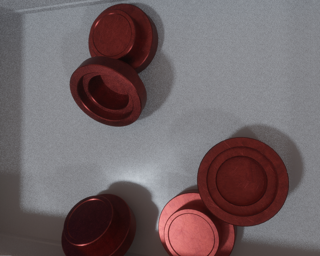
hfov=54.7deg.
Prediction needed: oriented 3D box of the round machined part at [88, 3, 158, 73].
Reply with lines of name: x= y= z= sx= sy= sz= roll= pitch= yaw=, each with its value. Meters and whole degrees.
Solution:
round machined part: x=-0.056 y=-0.121 z=0.421 sx=0.098 sy=0.042 sz=0.097 roll=0 pitch=90 yaw=20

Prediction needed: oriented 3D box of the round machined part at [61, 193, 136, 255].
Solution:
round machined part: x=-0.084 y=0.128 z=0.403 sx=0.098 sy=0.042 sz=0.098 roll=-12 pitch=44 yaw=13

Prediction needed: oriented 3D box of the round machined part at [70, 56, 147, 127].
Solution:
round machined part: x=-0.063 y=-0.051 z=0.406 sx=0.098 sy=0.042 sz=0.097 roll=12 pitch=135 yaw=12

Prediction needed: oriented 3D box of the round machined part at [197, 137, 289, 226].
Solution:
round machined part: x=0.094 y=0.061 z=0.361 sx=0.098 sy=0.042 sz=0.097 roll=-2 pitch=81 yaw=11

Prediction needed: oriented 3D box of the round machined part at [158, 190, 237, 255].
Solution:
round machined part: x=0.044 y=0.129 z=0.386 sx=0.098 sy=0.042 sz=0.097 roll=0 pitch=90 yaw=20
